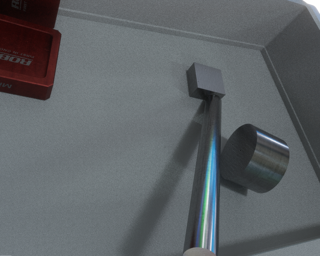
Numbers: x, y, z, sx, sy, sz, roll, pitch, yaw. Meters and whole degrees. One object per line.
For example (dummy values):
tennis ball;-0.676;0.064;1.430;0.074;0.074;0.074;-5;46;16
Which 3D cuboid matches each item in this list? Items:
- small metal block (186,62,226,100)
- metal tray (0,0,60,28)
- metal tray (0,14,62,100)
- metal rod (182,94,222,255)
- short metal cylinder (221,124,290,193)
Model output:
small metal block;0.072;-0.071;0.490;0.050;0.025;0.050;10;57;-23
metal tray;-0.162;-0.178;0.360;0.091;0.129;0.030;2;61;-28
metal tray;-0.187;-0.088;0.355;0.131;0.030;0.090;11;57;-23
metal rod;0.055;0.026;0.347;0.025;0.025;0.301;34;28;-6
short metal cylinder;0.124;0.041;0.415;0.050;0.080;0.080;25;53;-14
